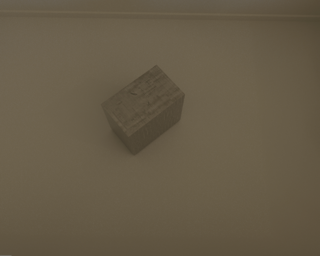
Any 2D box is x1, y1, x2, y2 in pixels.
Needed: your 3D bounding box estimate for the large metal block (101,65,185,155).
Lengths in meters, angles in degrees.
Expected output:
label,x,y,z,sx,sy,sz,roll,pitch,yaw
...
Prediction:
label,x,y,z,sx,sy,sz,roll,pitch,yaw
large metal block,-0.019,-0.019,0.384,0.080,0.080,0.050,-38,75,-13
